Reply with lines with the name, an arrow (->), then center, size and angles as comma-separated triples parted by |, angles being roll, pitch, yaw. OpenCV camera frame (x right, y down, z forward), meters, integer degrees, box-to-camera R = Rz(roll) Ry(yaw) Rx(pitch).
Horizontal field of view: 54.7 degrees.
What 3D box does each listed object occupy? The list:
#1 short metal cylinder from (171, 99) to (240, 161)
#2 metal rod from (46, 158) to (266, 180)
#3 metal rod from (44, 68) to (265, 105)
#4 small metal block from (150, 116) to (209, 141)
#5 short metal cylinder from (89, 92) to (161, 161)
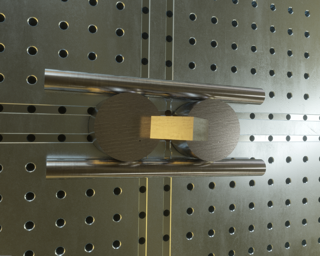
short metal cylinder -> 0.059, 0.003, 0.418 | 0.081, 0.050, 0.079 | 0, 90, -20
metal rod -> 0.009, 0.053, 0.413 | 0.302, 0.025, 0.025 | 2, 89, -20
metal rod -> 0.008, -0.052, 0.412 | 0.302, 0.025, 0.025 | 2, 90, -20
small metal block -> 0.024, 0.001, 0.355 | 0.050, 0.050, 0.025 | 6, 86, -63
short metal cylinder -> -0.043, -0.001, 0.380 | 0.081, 0.050, 0.079 | 0, 90, -20
